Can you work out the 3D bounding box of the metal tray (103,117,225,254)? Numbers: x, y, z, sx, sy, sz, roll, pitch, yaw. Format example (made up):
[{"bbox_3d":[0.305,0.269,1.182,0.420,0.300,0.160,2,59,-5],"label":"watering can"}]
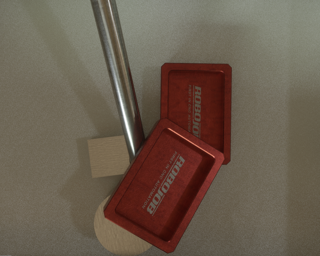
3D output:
[{"bbox_3d":[0.005,0.065,0.363,0.090,0.030,0.130,32,80,-6],"label":"metal tray"}]

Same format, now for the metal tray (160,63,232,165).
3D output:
[{"bbox_3d":[0.046,-0.018,0.409,0.091,0.030,0.129,1,90,-1],"label":"metal tray"}]

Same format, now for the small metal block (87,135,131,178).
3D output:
[{"bbox_3d":[-0.065,0.037,0.411,0.050,0.025,0.050,-7,90,-1],"label":"small metal block"}]

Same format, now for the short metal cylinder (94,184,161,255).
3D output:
[{"bbox_3d":[-0.039,0.115,0.399,0.081,0.050,0.079,0,90,-1],"label":"short metal cylinder"}]

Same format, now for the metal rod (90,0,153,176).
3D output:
[{"bbox_3d":[-0.045,-0.062,0.349,0.025,0.025,0.298,-11,115,0],"label":"metal rod"}]
